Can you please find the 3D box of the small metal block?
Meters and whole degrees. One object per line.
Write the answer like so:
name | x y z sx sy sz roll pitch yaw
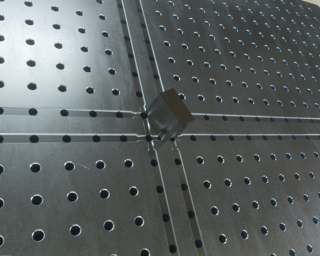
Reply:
small metal block | 0.011 -0.015 0.407 0.025 0.050 0.050 -25 76 -37
